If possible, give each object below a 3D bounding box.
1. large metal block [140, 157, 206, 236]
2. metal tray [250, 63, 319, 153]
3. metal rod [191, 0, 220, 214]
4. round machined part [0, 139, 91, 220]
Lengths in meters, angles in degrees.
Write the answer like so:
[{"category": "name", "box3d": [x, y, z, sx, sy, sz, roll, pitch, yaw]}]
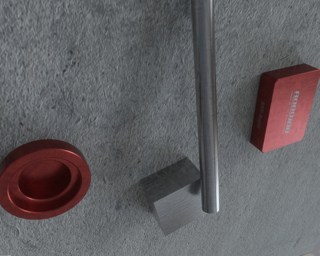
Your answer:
[{"category": "large metal block", "box3d": [0.025, 0.103, 0.468, 0.080, 0.050, 0.080, -25, 128, -13]}, {"category": "metal tray", "box3d": [0.197, -0.030, 0.493, 0.091, 0.030, 0.129, -15, 125, -20]}, {"category": "metal rod", "box3d": [0.058, -0.024, 0.386, 0.025, 0.025, 0.298, -14, 113, -21]}, {"category": "round machined part", "box3d": [-0.134, 0.054, 0.356, 0.099, 0.042, 0.097, -14, 124, -21]}]
